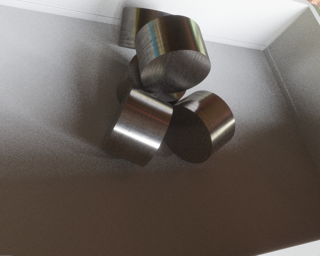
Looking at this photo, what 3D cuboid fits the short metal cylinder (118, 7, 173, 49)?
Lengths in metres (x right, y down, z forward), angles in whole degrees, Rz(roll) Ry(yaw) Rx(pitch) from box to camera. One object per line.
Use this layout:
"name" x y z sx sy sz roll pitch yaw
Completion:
"short metal cylinder" -0.015 -0.133 0.433 0.081 0.080 0.050 4 103 -26

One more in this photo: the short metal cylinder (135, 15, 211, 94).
"short metal cylinder" 0.014 -0.083 0.362 0.081 0.080 0.050 3 61 -27

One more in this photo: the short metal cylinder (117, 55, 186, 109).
"short metal cylinder" -0.011 -0.056 0.414 0.081 0.050 0.080 14 56 -21

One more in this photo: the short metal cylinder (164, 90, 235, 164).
"short metal cylinder" 0.047 -0.002 0.395 0.050 0.080 0.080 -33 80 -37

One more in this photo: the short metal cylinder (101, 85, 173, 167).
"short metal cylinder" -0.027 -0.002 0.355 0.050 0.080 0.080 26 53 -12
